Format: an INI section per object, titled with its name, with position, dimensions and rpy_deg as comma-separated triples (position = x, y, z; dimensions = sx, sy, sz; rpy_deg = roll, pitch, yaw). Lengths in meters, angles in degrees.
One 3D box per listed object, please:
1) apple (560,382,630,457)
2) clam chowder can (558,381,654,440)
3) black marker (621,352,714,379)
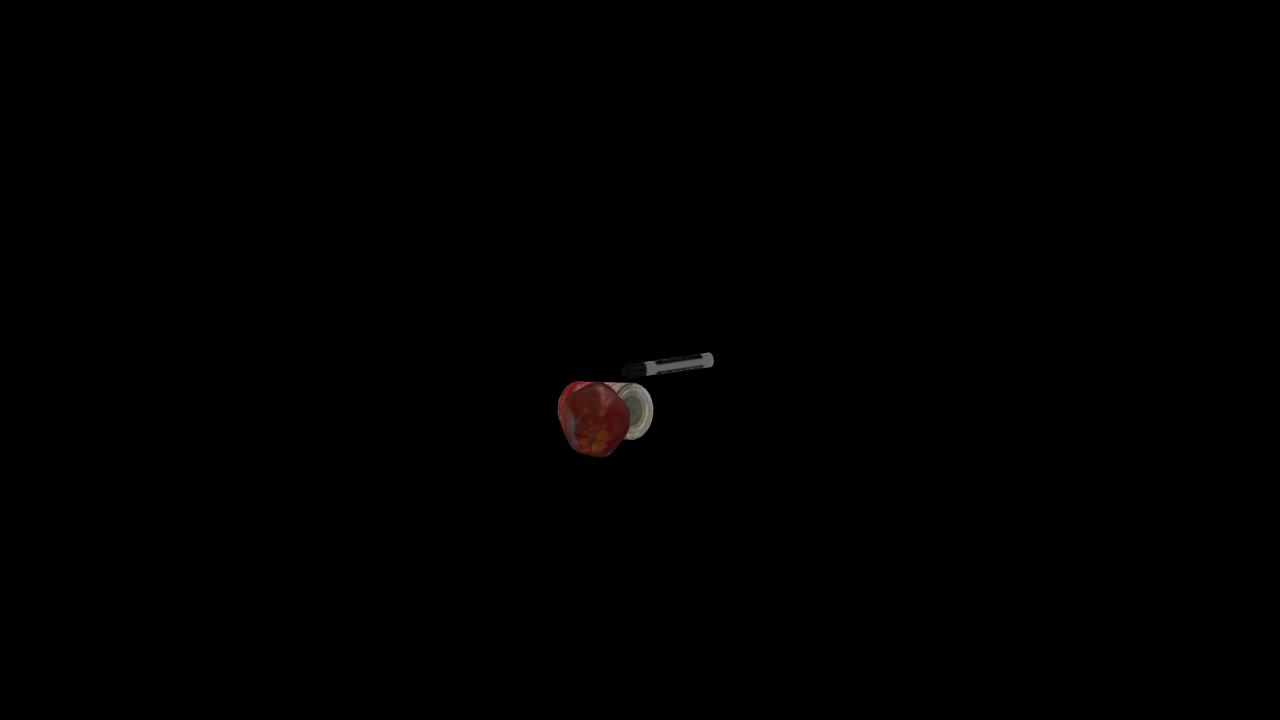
[apple]
position = -0.050, 0.069, 0.686
dimensions = 0.079, 0.079, 0.093
rpy_deg = 0, 20, -5
[clam chowder can]
position = -0.042, 0.060, 0.742
dimensions = 0.102, 0.068, 0.068
rpy_deg = 0, 0, 45
[black marker]
position = 0.033, 0.007, 0.739
dimensions = 0.121, 0.020, 0.020
rpy_deg = -7, 3, -26
